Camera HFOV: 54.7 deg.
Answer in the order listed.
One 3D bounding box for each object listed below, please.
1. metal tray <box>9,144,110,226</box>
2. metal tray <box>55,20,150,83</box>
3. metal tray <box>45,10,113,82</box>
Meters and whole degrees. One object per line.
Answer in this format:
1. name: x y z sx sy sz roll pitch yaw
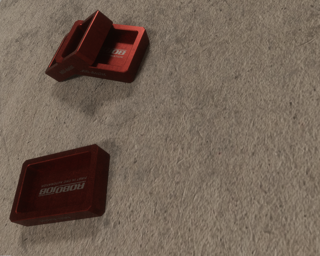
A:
1. metal tray: -0.135 0.079 0.420 0.130 0.030 0.090 -13 56 20
2. metal tray: -0.093 -0.127 0.505 0.130 0.030 0.090 12 67 17
3. metal tray: -0.140 -0.135 0.524 0.130 0.030 0.090 -9 55 49
